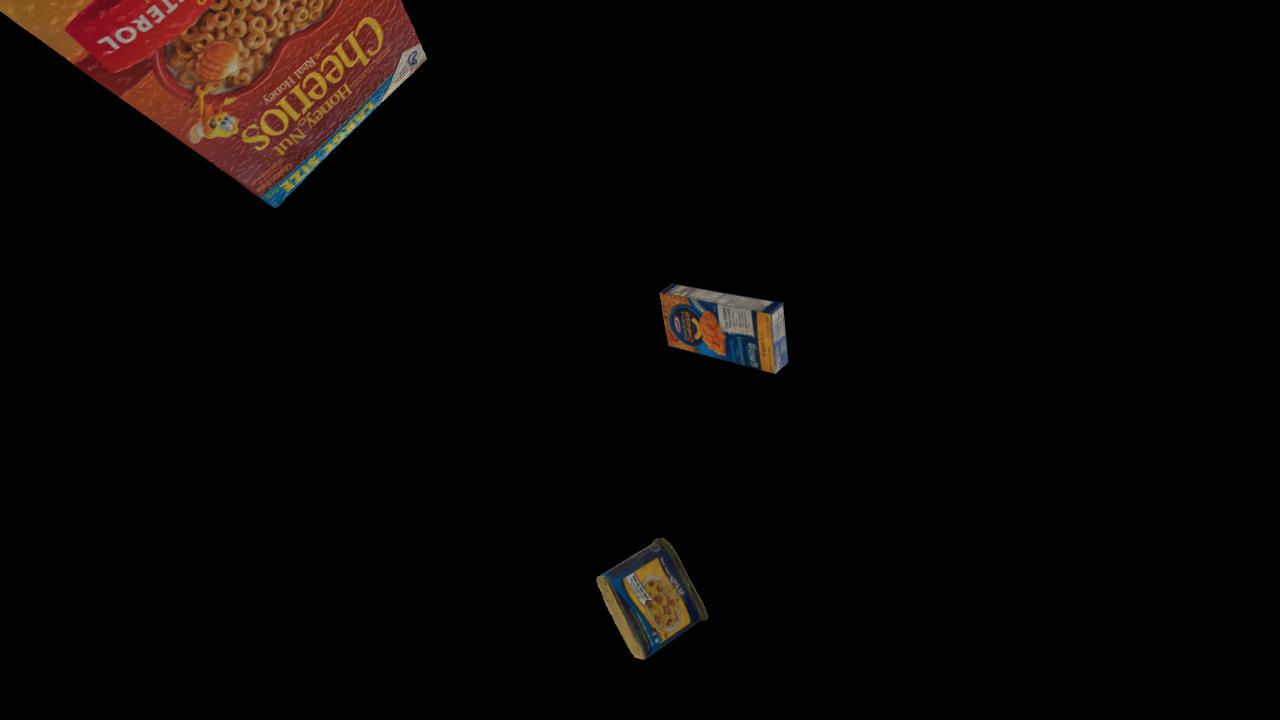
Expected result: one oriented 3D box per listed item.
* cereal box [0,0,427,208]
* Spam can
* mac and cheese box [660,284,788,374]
[{"bbox_3d":[-0.276,-0.249,0.421,0.081,0.203,0.306,41,-9,2],"label":"cereal box"},{"bbox_3d":[0.011,0.265,0.684,0.085,0.101,0.058,-25,-11,-25],"label":"Spam can"},{"bbox_3d":[0.113,-0.047,0.854,0.184,0.093,0.041,15,40,40],"label":"mac and cheese box"}]
